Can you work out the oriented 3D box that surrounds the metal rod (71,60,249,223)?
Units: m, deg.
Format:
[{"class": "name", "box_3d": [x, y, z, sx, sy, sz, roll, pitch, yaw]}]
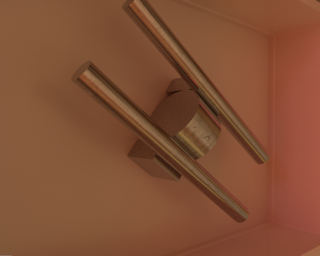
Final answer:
[{"class": "metal rod", "box_3d": [0.021, 0.035, 0.361, 0.300, 0.025, 0.025, 43, 64, -31]}]

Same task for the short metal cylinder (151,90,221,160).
[{"class": "short metal cylinder", "box_3d": [0.030, -0.003, 0.396, 0.050, 0.080, 0.080, 44, 63, -32]}]

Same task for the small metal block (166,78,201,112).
[{"class": "small metal block", "box_3d": [0.045, -0.045, 0.428, 0.050, 0.050, 0.025, 44, 63, -32]}]

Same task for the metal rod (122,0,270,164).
[{"class": "metal rod", "box_3d": [0.063, -0.043, 0.395, 0.300, 0.025, 0.025, 43, 64, -32]}]

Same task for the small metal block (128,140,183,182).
[{"class": "small metal block", "box_3d": [-0.003, 0.041, 0.387, 0.050, 0.050, 0.025, 44, 63, -32]}]
